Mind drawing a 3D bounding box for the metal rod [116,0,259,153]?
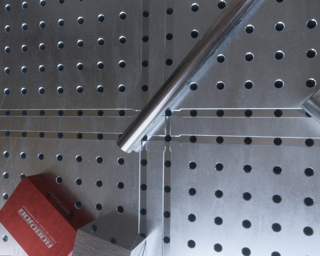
[{"bbox_3d":[0.044,-0.085,0.396,0.025,0.025,0.299,44,103,14],"label":"metal rod"}]

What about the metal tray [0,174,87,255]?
[{"bbox_3d":[-0.177,0.146,0.471,0.130,0.030,0.090,41,103,15],"label":"metal tray"}]

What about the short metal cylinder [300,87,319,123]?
[{"bbox_3d":[0.193,-0.035,0.316,0.050,0.080,0.080,45,104,14],"label":"short metal cylinder"}]

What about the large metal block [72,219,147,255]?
[{"bbox_3d":[-0.073,0.182,0.424,0.080,0.050,0.079,15,95,19],"label":"large metal block"}]
